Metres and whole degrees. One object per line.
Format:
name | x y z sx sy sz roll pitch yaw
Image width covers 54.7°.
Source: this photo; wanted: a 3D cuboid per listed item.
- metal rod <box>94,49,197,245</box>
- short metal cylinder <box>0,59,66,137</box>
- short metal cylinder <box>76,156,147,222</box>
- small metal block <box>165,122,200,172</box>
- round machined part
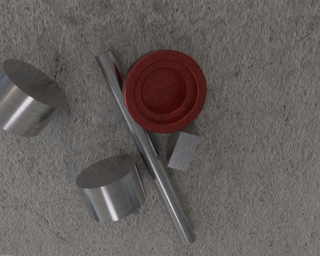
metal rod | -0.012 0.039 0.423 0.025 0.025 0.299 -21 109 7
short metal cylinder | -0.160 -0.035 0.366 0.080 0.080 0.050 41 105 -14
short metal cylinder | -0.063 0.078 0.408 0.080 0.080 0.050 -14 110 5
small metal block | 0.028 0.021 0.404 0.025 0.050 0.050 16 109 -9
round machined part | 0.003 -0.046 0.376 0.099 0.042 0.097 -4 108 -14
